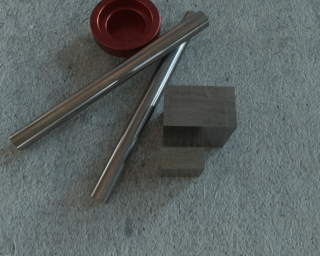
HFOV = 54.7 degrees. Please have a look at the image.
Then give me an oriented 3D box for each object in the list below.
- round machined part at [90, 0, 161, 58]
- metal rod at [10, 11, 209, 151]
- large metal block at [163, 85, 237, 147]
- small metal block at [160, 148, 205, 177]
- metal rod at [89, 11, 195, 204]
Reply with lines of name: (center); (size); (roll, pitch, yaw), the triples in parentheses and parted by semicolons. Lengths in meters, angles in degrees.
round machined part: (-0.049, -0.144, 0.451); (0.099, 0.042, 0.098); (0, 70, -1)
metal rod: (-0.062, -0.066, 0.415); (0.301, 0.025, 0.025); (-35, 74, -6)
large metal block: (0.044, -0.012, 0.384); (0.081, 0.080, 0.050); (1, 70, 0)
small metal block: (0.026, 0.043, 0.380); (0.050, 0.050, 0.025); (0, 70, -1)
metal rod: (-0.013, -0.041, 0.422); (0.025, 0.025, 0.300); (23, 71, 8)
